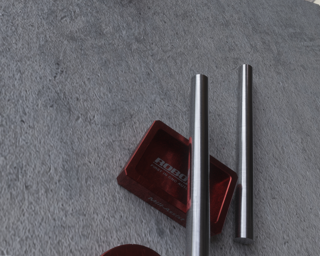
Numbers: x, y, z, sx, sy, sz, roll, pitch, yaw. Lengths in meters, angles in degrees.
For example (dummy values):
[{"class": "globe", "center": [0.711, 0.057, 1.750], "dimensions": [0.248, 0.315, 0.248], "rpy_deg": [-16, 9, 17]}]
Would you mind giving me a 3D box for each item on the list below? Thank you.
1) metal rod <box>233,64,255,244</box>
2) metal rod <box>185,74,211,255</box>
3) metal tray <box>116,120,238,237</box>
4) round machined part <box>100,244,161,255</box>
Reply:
[{"class": "metal rod", "center": [0.126, 0.017, 0.461], "dimensions": [0.025, 0.025, 0.300], "rpy_deg": [23, 53, -15]}, {"class": "metal rod", "center": [0.044, 0.058, 0.352], "dimensions": [0.025, 0.025, 0.300], "rpy_deg": [18, 55, -18]}, {"class": "metal tray", "center": [0.025, 0.061, 0.376], "dimensions": [0.130, 0.030, 0.090], "rpy_deg": [35, 51, -6]}, {"class": "round machined part", "center": [-0.025, 0.157, 0.284], "dimensions": [0.099, 0.042, 0.098], "rpy_deg": [14, 56, -21]}]
